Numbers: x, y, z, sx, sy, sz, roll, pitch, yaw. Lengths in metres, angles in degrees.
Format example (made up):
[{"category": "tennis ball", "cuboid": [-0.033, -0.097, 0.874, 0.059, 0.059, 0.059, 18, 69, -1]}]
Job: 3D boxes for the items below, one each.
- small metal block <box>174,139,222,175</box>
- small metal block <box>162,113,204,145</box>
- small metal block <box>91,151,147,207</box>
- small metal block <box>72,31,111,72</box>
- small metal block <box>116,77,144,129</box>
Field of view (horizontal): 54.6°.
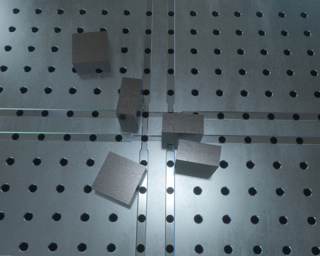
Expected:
[{"category": "small metal block", "cuboid": [0.046, 0.037, 0.385, 0.050, 0.050, 0.025, 9, 71, 3]}, {"category": "small metal block", "cuboid": [0.028, 0.003, 0.398, 0.050, 0.050, 0.025, 3, 70, 1]}, {"category": "small metal block", "cuboid": [-0.050, 0.064, 0.388, 0.050, 0.025, 0.050, 22, 71, 8]}, {"category": "small metal block", "cuboid": [-0.099, -0.111, 0.452, 0.050, 0.025, 0.050, -5, 70, -2]}, {"category": "small metal block", "cuboid": [-0.038, -0.032, 0.410, 0.025, 0.050, 0.050, 7, 70, 3]}]
